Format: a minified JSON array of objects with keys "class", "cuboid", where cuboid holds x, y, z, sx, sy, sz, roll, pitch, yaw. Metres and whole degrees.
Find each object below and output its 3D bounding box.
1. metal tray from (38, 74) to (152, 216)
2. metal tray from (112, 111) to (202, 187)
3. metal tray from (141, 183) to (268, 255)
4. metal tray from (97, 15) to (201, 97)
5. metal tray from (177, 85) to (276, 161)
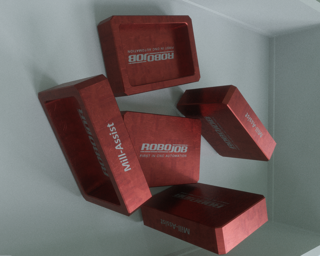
[{"class":"metal tray","cuboid":[-0.066,0.017,0.308,0.030,0.090,0.129,-31,110,-37]},{"class":"metal tray","cuboid":[-0.003,0.028,0.399,0.131,0.030,0.089,4,87,-40]},{"class":"metal tray","cuboid":[0.050,0.101,0.379,0.091,0.130,0.030,-17,101,-40]},{"class":"metal tray","cuboid":[-0.008,-0.094,0.396,0.131,0.030,0.089,-17,101,-39]},{"class":"metal tray","cuboid":[0.096,-0.004,0.444,0.130,0.090,0.030,45,63,-31]}]
